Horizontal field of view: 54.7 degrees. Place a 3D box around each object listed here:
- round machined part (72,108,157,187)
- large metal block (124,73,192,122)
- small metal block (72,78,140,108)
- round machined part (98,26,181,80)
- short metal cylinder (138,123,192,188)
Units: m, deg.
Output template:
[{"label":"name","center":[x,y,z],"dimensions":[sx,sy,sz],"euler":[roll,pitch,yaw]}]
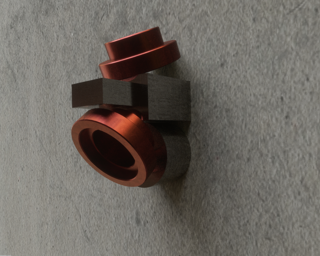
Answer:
[{"label":"round machined part","center":[-0.046,0.017,0.345],"dimensions":[0.098,0.042,0.097],"euler":[21,139,20]},{"label":"large metal block","center":[-0.018,-0.032,0.382],"dimensions":[0.080,0.081,0.050],"euler":[-2,89,39]},{"label":"small metal block","center":[-0.058,-0.035,0.331],"dimensions":[0.050,0.050,0.025],"euler":[-3,88,40]},{"label":"round machined part","center":[-0.028,-0.092,0.375],"dimensions":[0.098,0.099,0.042],"euler":[-3,113,39]},{"label":"short metal cylinder","center":[-0.007,0.032,0.395],"dimensions":[0.080,0.050,0.079],"euler":[0,90,39]}]
